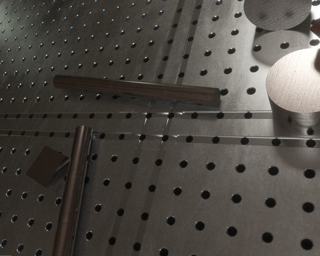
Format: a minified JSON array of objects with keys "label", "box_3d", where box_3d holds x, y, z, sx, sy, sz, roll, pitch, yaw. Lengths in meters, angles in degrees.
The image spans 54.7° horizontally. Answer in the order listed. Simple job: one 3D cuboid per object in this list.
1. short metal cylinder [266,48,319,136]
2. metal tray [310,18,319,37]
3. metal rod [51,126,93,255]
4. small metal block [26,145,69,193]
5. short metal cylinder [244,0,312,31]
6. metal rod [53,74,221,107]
[{"label":"short metal cylinder","box_3d":[0.159,-0.038,0.332,0.080,0.050,0.080,-13,56,21]},{"label":"metal tray","box_3d":[0.211,-0.057,0.288,0.030,0.091,0.130,-52,46,27]},{"label":"metal rod","box_3d":[-0.117,0.132,0.387,0.025,0.025,0.299,-12,57,21]},{"label":"small metal block","box_3d":[-0.159,0.059,0.453,0.050,0.025,0.050,19,72,35]},{"label":"short metal cylinder","box_3d":[0.153,-0.173,0.398,0.080,0.080,0.050,4,64,29]},{"label":"metal rod","box_3d":[-0.054,-0.061,0.471,0.300,0.025,0.025,10,67,32]}]
